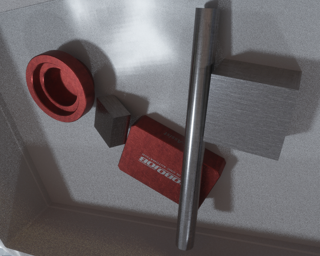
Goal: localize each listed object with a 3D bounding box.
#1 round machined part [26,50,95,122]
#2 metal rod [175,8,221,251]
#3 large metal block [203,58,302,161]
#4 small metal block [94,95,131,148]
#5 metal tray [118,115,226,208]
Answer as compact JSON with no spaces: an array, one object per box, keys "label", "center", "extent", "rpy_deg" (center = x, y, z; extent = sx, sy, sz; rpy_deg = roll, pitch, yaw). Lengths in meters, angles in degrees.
[{"label":"round machined part","center":[-0.131,-0.060,0.428],"extent":[0.098,0.042,0.097],"rpy_deg":[13,124,20]},{"label":"metal rod","center":[0.041,0.019,0.364],"extent":[0.025,0.025,0.298],"rpy_deg":[12,113,21]},{"label":"large metal block","center":[0.096,-0.021,0.328],"extent":[0.080,0.050,0.079],"rpy_deg":[15,124,19]},{"label":"small metal block","center":[-0.066,-0.010,0.421],"extent":[0.050,0.025,0.050],"rpy_deg":[47,137,37]},{"label":"metal tray","center":[0.013,0.051,0.429],"extent":[0.130,0.030,0.089],"rpy_deg":[29,128,9]}]
